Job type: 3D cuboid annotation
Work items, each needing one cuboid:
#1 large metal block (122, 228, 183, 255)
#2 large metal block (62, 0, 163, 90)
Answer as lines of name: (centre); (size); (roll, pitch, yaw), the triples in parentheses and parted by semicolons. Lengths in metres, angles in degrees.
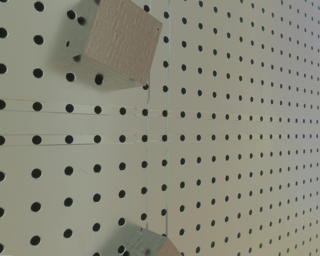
large metal block: (-0.010, 0.188, 0.387); (0.080, 0.050, 0.080); (-47, 119, -30)
large metal block: (-0.051, -0.098, 0.351); (0.080, 0.050, 0.080); (24, 75, -38)
